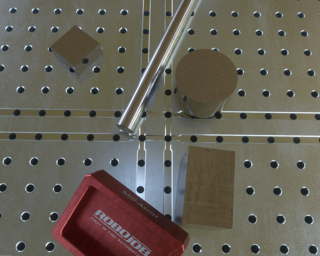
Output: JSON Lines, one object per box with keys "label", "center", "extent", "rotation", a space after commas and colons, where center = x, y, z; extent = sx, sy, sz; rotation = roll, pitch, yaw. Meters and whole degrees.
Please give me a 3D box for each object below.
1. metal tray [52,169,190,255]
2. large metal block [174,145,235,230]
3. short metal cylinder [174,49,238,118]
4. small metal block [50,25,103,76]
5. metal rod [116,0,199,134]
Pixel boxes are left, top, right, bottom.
{"label": "metal tray", "center": [-0.045, 0.119, 0.344], "extent": [0.130, 0.030, 0.090], "rotation": [35, 101, 11]}
{"label": "large metal block", "center": [0.049, 0.072, 0.355], "extent": [0.050, 0.080, 0.080], "rotation": [8, 70, -1]}
{"label": "short metal cylinder", "center": [0.060, -0.059, 0.421], "extent": [0.081, 0.050, 0.080], "rotation": [0, 70, 0]}
{"label": "small metal block", "center": [-0.121, -0.113, 0.452], "extent": [0.050, 0.025, 0.050], "rotation": [38, 74, 12]}
{"label": "metal rod", "center": [0.013, -0.128, 0.458], "extent": [0.025, 0.025, 0.300], "rotation": [22, 71, 7]}
